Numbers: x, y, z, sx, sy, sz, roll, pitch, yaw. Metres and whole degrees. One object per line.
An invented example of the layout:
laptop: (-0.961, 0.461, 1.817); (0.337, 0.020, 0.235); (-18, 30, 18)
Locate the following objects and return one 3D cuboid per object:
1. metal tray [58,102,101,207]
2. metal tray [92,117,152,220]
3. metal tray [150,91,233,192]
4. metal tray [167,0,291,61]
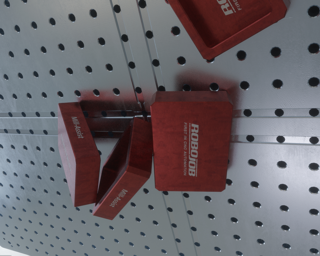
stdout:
metal tray: (-0.119, 0.034, 0.442); (0.130, 0.030, 0.089); (57, 144, 44)
metal tray: (-0.051, 0.058, 0.428); (0.030, 0.090, 0.129); (21, 133, -18)
metal tray: (0.037, 0.020, 0.381); (0.090, 0.030, 0.129); (0, 121, 4)
metal tray: (0.050, -0.142, 0.293); (0.090, 0.030, 0.130); (-26, 105, 37)
